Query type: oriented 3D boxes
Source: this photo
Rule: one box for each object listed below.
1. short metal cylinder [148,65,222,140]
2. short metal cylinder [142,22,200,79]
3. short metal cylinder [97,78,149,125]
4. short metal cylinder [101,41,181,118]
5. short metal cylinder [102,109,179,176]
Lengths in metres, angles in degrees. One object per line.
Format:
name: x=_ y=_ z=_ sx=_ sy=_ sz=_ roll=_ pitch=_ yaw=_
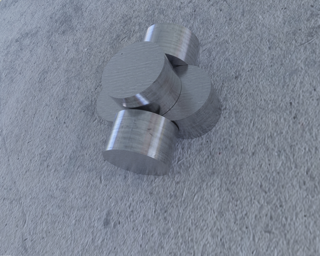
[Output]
short metal cylinder: x=0.032 y=-0.032 z=0.391 sx=0.080 sy=0.050 sz=0.080 roll=-13 pitch=56 yaw=20
short metal cylinder: x=0.011 y=-0.096 z=0.423 sx=0.080 sy=0.080 sz=0.050 roll=0 pitch=62 yaw=28
short metal cylinder: x=-0.038 y=-0.032 z=0.427 sx=0.080 sy=0.050 sz=0.080 roll=-13 pitch=56 yaw=20
short metal cylinder: x=-0.021 y=-0.055 z=0.368 sx=0.080 sy=0.050 sz=0.080 roll=-13 pitch=56 yaw=20
short metal cylinder: x=-0.022 y=0.020 z=0.369 sx=0.080 sy=0.080 sz=0.050 roll=0 pitch=62 yaw=28
